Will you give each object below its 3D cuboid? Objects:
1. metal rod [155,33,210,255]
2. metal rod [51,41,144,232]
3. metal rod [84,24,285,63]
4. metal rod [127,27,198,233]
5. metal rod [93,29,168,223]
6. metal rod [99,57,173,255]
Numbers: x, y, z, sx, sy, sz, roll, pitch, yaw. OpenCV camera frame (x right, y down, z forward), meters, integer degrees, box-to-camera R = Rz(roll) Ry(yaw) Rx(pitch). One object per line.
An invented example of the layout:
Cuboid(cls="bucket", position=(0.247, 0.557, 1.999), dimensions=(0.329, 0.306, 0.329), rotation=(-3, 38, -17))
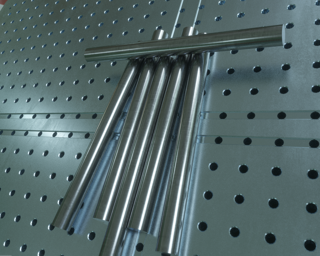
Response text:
Cuboid(cls="metal rod", position=(0.036, 0.000, 0.391), dimensions=(0.025, 0.025, 0.300), rotation=(-2, 60, 27))
Cuboid(cls="metal rod", position=(-0.077, -0.003, 0.450), dimensions=(0.025, 0.025, 0.300), rotation=(8, 65, 31))
Cuboid(cls="metal rod", position=(0.015, -0.115, 0.439), dimensions=(0.300, 0.025, 0.025), rotation=(2, 63, 29))
Cuboid(cls="metal rod", position=(0.011, -0.015, 0.414), dimensions=(0.025, 0.025, 0.300), rotation=(1, 62, 29))
Cuboid(cls="metal rod", position=(-0.034, -0.019, 0.439), dimensions=(0.025, 0.025, 0.300), rotation=(1, 62, 29))
Cuboid(cls="metal rod", position=(-0.025, 0.031, 0.404), dimensions=(0.025, 0.025, 0.300), rotation=(1, 62, 29))
